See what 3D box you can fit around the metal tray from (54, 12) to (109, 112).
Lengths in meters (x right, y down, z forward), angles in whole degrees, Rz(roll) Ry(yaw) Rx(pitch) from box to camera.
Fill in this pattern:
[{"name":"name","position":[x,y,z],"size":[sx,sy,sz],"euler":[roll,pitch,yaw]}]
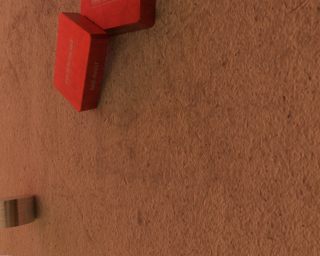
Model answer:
[{"name":"metal tray","position":[-0.127,-0.102,0.485],"size":[0.090,0.030,0.129],"euler":[41,130,31]}]

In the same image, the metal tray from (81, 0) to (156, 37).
[{"name":"metal tray","position":[-0.065,-0.186,0.455],"size":[0.130,0.030,0.089],"euler":[3,92,40]}]

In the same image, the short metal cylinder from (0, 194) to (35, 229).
[{"name":"short metal cylinder","position":[-0.290,0.162,0.608],"size":[0.080,0.081,0.050],"euler":[-10,84,39]}]
